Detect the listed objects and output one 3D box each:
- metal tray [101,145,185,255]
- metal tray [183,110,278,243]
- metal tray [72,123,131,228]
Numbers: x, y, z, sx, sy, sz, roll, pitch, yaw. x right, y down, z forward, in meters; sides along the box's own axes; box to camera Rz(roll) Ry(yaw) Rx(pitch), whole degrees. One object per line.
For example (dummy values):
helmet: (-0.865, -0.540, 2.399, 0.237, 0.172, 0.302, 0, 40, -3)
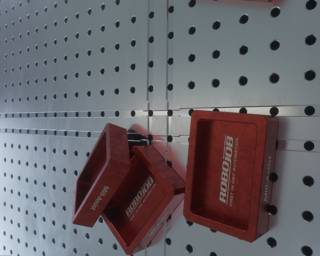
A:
metal tray: (-0.029, 0.099, 0.431, 0.090, 0.030, 0.129, 47, 118, 30)
metal tray: (0.075, 0.047, 0.344, 0.090, 0.030, 0.129, 7, 95, 40)
metal tray: (-0.087, 0.068, 0.450, 0.129, 0.030, 0.090, -57, 26, 26)
